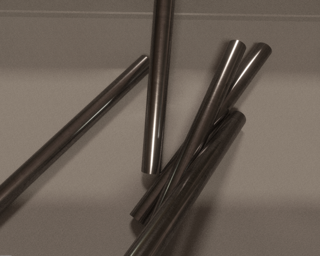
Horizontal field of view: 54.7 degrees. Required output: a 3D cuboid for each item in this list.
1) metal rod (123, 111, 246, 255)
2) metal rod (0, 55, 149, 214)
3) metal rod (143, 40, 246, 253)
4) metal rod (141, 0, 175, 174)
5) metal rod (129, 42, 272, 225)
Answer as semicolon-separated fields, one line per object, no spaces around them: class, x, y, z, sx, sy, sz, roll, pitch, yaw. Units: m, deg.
metal rod;0.027;0.065;0.314;0.025;0.025;0.302;34;45;11
metal rod;-0.119;0.010;0.404;0.025;0.025;0.301;41;74;13
metal rod;0.043;0.017;0.376;0.025;0.025;0.300;23;72;8
metal rod;0.001;-0.092;0.375;0.025;0.025;0.298;5;96;1
metal rod;0.063;-0.003;0.411;0.025;0.025;0.300;35;73;11
